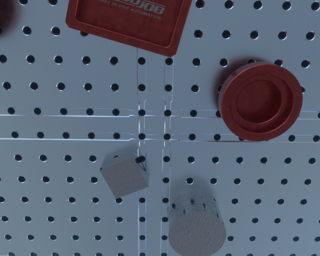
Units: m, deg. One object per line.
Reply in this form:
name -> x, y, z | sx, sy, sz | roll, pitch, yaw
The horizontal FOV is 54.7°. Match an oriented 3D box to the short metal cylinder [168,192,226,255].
short metal cylinder -> 0.052, 0.141, 0.453 | 0.081, 0.050, 0.079 | 0, 110, -1

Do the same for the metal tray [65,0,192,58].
metal tray -> -0.033, -0.144, 0.357 | 0.131, 0.030, 0.089 | 15, 109, -6

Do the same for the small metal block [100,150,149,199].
small metal block -> -0.049, 0.065, 0.437 | 0.050, 0.025, 0.050 | -22, 109, 7

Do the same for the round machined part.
round machined part -> 0.123, -0.035, 0.393 | 0.099, 0.042, 0.097 | 0, 110, -1
